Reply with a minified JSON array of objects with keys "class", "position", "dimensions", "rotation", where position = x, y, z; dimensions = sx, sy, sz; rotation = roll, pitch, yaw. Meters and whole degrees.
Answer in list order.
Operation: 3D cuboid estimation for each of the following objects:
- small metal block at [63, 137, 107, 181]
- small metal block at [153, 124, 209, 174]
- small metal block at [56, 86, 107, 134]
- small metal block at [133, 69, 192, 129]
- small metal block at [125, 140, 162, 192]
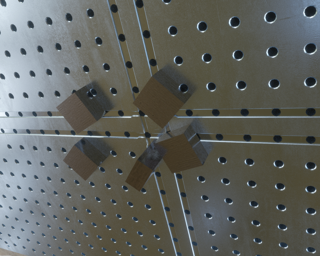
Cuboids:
[{"class":"small metal block","position":[-0.123,0.051,0.505],"dimensions":[0.050,0.025,0.050],"rotation":[43,129,-2]},{"class":"small metal block","position":[0.028,0.029,0.413],"dimensions":[0.050,0.025,0.050],"rotation":[-21,107,35]},{"class":"small metal block","position":[-0.115,-0.026,0.454],"dimensions":[0.050,0.025,0.050],"rotation":[-28,103,37]},{"class":"small metal block","position":[0.002,-0.036,0.387],"dimensions":[0.050,0.025,0.050],"rotation":[40,129,0]},{"class":"small metal block","position":[-0.019,0.053,0.436],"dimensions":[0.025,0.050,0.050],"rotation":[34,129,6]}]
